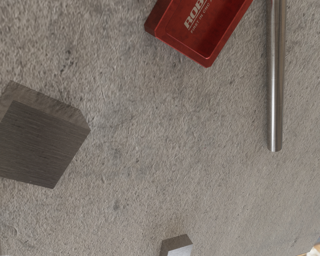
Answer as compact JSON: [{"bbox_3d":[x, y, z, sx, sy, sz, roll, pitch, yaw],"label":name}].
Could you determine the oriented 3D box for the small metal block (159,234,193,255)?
[{"bbox_3d":[0.028,0.226,0.564,0.050,0.025,0.050,-5,121,-26],"label":"small metal block"}]

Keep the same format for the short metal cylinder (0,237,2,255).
[{"bbox_3d":[-0.217,0.131,0.334,0.081,0.080,0.050,-5,121,-26],"label":"short metal cylinder"}]

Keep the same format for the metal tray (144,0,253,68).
[{"bbox_3d":[0.053,-0.144,0.344,0.091,0.030,0.129,22,107,-37],"label":"metal tray"}]

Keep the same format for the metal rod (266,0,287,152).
[{"bbox_3d":[0.168,-0.082,0.449,0.025,0.025,0.298,-25,128,-13],"label":"metal rod"}]

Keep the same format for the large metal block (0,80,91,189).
[{"bbox_3d":[-0.133,0.009,0.324,0.080,0.050,0.080,26,104,-38],"label":"large metal block"}]
